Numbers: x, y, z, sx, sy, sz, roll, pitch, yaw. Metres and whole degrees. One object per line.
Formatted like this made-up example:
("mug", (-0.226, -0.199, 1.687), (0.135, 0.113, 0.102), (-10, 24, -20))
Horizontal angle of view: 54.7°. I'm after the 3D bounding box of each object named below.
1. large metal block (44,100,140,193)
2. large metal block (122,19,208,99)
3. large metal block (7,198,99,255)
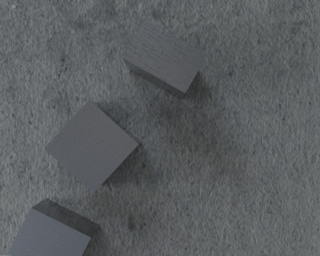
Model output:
("large metal block", (-0.082, 0.022, 0.396), (0.080, 0.050, 0.080), (42, 90, -1))
("large metal block", (0.005, -0.080, 0.383), (0.080, 0.080, 0.050), (30, 90, -1))
("large metal block", (-0.137, 0.149, 0.396), (0.080, 0.050, 0.080), (27, 90, -1))
